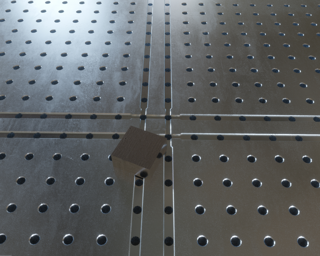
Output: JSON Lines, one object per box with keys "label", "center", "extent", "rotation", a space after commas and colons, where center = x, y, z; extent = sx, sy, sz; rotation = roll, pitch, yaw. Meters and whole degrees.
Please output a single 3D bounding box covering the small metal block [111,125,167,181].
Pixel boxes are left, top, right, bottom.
{"label": "small metal block", "center": [-0.025, 0.030, 0.382], "extent": [0.050, 0.025, 0.050], "rotation": [19, 52, 15]}
